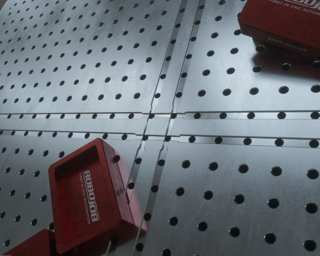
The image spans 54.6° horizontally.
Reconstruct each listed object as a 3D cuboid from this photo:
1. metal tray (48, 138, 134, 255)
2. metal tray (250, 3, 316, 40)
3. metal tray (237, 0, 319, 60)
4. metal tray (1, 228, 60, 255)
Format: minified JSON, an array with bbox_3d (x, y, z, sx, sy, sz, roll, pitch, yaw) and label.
[{"bbox_3d":[-0.094,0.087,0.402,0.090,0.030,0.130,-30,52,9],"label":"metal tray"},{"bbox_3d":[0.170,-0.189,0.431,0.090,0.030,0.130,-7,59,25],"label":"metal tray"},{"bbox_3d":[0.172,-0.139,0.370,0.130,0.030,0.090,28,90,24],"label":"metal tray"},{"bbox_3d":[-0.173,0.193,0.371,0.130,0.030,0.090,-32,45,8],"label":"metal tray"}]
